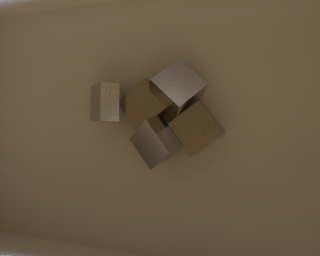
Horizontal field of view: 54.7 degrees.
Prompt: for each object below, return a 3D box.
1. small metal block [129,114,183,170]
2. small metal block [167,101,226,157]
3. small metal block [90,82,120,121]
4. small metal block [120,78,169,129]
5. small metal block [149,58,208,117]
[{"bbox_3d":[-0.006,0.018,0.398,0.050,0.025,0.050,55,137,12],"label":"small metal block"},{"bbox_3d":[0.046,0.001,0.392,0.050,0.025,0.050,-37,79,16],"label":"small metal block"},{"bbox_3d":[-0.075,-0.034,0.420,0.050,0.025,0.050,1,90,63],"label":"small metal block"},{"bbox_3d":[-0.021,-0.030,0.415,0.050,0.025,0.050,-39,78,15],"label":"small metal block"},{"bbox_3d":[0.022,-0.051,0.388,0.050,0.025,0.050,-40,75,-21],"label":"small metal block"}]
